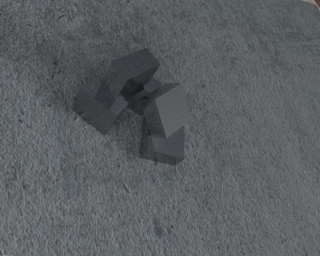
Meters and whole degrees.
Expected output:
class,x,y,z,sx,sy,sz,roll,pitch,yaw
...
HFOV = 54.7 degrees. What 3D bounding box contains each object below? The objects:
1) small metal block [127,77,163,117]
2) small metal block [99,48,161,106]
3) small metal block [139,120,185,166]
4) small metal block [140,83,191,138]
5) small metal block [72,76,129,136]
class,x,y,z,sx,sy,sz,roll,pitch,yaw
small metal block,-0.032,-0.048,0.403,0.050,0.050,0.025,28,52,-11
small metal block,-0.034,-0.056,0.342,0.050,0.050,0.025,-33,81,-38
small metal block,0.003,0.017,0.398,0.050,0.025,0.050,15,56,-20
small metal block,0.008,-0.022,0.377,0.050,0.025,0.050,-36,119,-39
small metal block,-0.072,-0.025,0.367,0.050,0.050,0.025,39,51,-3
